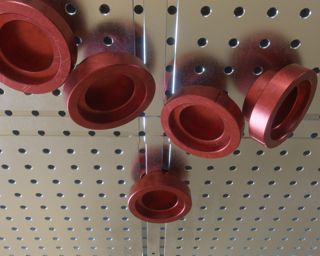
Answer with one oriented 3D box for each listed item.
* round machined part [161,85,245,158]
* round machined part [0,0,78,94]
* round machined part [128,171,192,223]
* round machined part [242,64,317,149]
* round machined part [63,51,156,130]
[{"bbox_3d":[0.054,-0.012,0.376,0.098,0.042,0.097,17,137,17],"label":"round machined part"},{"bbox_3d":[-0.134,-0.087,0.320,0.099,0.042,0.097,3,128,4],"label":"round machined part"},{"bbox_3d":[0.000,0.106,0.491,0.099,0.042,0.097,-1,130,0],"label":"round machined part"},{"bbox_3d":[0.133,-0.028,0.357,0.099,0.042,0.097,-28,136,-30],"label":"round machined part"},{"bbox_3d":[-0.058,-0.045,0.345,0.099,0.042,0.097,-19,146,-13],"label":"round machined part"}]
